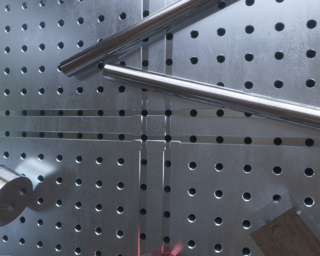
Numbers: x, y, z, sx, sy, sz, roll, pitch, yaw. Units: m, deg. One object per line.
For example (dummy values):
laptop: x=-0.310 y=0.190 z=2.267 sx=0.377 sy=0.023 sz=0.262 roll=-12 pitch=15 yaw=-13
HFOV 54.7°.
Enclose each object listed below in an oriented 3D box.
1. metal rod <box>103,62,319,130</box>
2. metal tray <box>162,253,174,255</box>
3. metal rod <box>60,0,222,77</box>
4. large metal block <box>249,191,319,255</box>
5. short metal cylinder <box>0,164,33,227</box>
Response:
metal rod: x=0.064 y=-0.042 z=0.389 sx=0.301 sy=0.025 sz=0.025 roll=15 pitch=95 yaw=19
metal tray: x=-0.029 y=0.232 z=0.418 sx=0.130 sy=0.030 sz=0.090 roll=-22 pitch=83 yaw=18
metal rod: x=-0.007 y=-0.140 z=0.414 sx=0.300 sy=0.025 sz=0.025 roll=-22 pitch=83 yaw=18
large metal block: x=0.145 y=0.122 z=0.332 sx=0.050 sy=0.080 sz=0.080 roll=-40 pitch=78 yaw=15
short metal cylinder: x=-0.242 y=0.100 z=0.467 sx=0.050 sy=0.080 sz=0.080 roll=22 pitch=97 yaw=18
